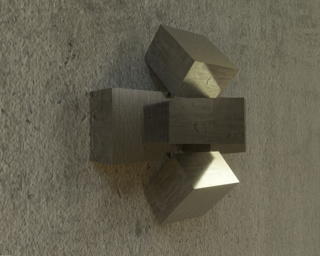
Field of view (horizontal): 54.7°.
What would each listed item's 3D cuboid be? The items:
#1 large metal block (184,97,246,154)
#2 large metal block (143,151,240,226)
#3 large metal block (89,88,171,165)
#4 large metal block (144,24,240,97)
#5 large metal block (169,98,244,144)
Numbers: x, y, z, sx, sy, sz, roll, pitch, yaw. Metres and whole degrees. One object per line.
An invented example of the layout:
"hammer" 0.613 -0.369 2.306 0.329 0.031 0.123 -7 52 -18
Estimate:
"large metal block" 0.082 -0.004 0.458 0.081 0.050 0.079 0 90 -40
"large metal block" 0.039 0.076 0.397 0.081 0.080 0.050 2 46 -39
"large metal block" -0.034 -0.002 0.363 0.081 0.050 0.079 -1 91 -40
"large metal block" 0.039 -0.083 0.398 0.081 0.080 0.050 0 134 -40
"large metal block" 0.053 -0.008 0.374 0.080 0.080 0.050 0 91 4
